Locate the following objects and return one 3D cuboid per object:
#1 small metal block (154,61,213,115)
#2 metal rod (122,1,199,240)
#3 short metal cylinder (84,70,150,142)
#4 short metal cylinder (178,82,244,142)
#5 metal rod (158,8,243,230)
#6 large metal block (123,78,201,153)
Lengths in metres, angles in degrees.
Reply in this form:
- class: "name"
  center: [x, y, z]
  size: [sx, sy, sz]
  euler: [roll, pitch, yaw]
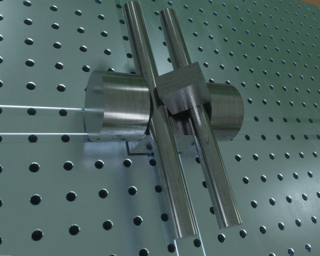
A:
- class: "small metal block"
  center: [0.027, -0.043, 0.348]
  size: [0.050, 0.050, 0.025]
  euler: [-19, 65, 12]
- class: "metal rod"
  center: [-0.007, -0.029, 0.354]
  size: [0.025, 0.025, 0.299]
  euler: [1, 61, -28]
- class: "short metal cylinder"
  center: [-0.051, -0.024, 0.355]
  size: [0.050, 0.080, 0.080]
  euler: [2, 61, -28]
- class: "short metal cylinder"
  center: [0.066, -0.021, 0.416]
  size: [0.050, 0.080, 0.080]
  euler: [0, 62, -27]
- class: "metal rod"
  center: [0.042, -0.031, 0.381]
  size: [0.025, 0.025, 0.299]
  euler: [1, 61, -28]
- class: "large metal block"
  center: [0.001, -0.015, 0.397]
  size: [0.081, 0.050, 0.080]
  euler: [1, 61, -28]
